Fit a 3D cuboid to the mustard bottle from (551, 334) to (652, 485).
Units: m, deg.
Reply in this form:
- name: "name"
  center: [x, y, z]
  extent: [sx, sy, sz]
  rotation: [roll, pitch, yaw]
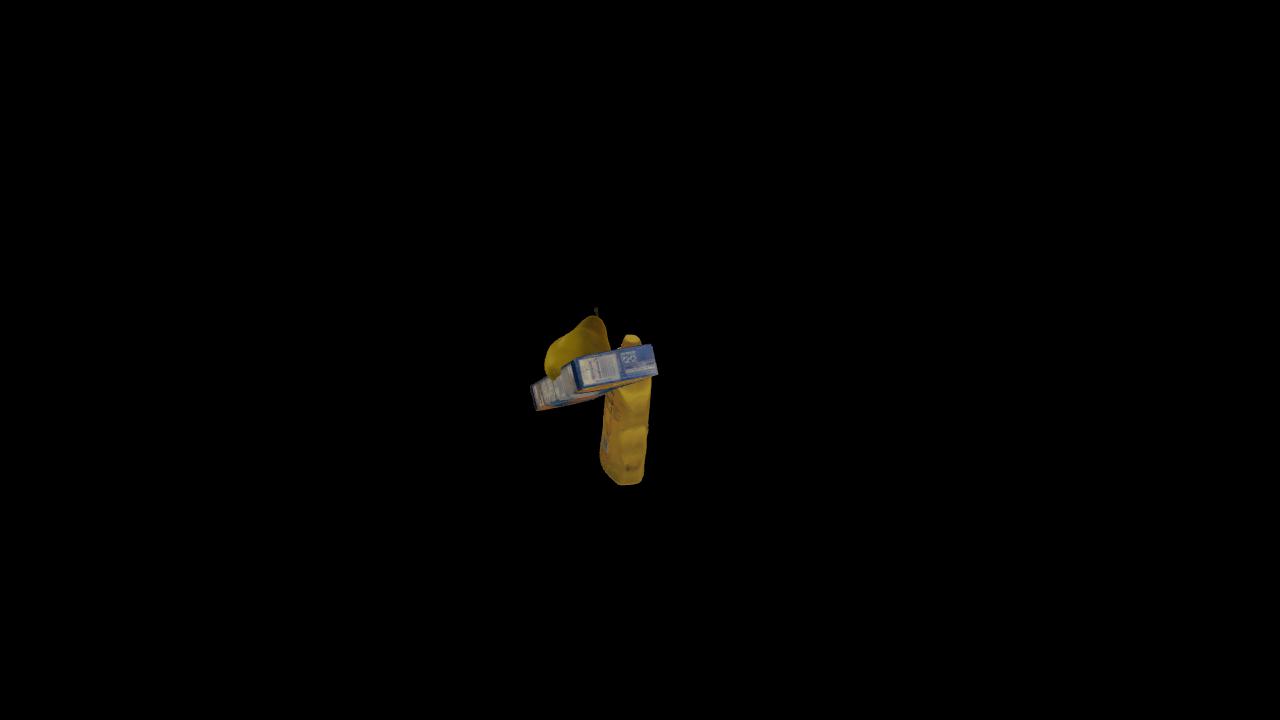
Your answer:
- name: "mustard bottle"
  center: [-0.016, 0.053, 0.732]
  extent: [0.054, 0.184, 0.092]
  rotation: [-1, 31, -11]

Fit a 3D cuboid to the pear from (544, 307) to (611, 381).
- name: "pear"
  center: [-0.060, -0.017, 0.711]
  extent: [0.080, 0.111, 0.080]
  rotation: [22, -25, 11]

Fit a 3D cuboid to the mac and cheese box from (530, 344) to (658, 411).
- name: "mac and cheese box"
  center: [-0.060, 0.024, 0.724]
  extent: [0.093, 0.041, 0.184]
  rotation: [-13, -6, -26]
